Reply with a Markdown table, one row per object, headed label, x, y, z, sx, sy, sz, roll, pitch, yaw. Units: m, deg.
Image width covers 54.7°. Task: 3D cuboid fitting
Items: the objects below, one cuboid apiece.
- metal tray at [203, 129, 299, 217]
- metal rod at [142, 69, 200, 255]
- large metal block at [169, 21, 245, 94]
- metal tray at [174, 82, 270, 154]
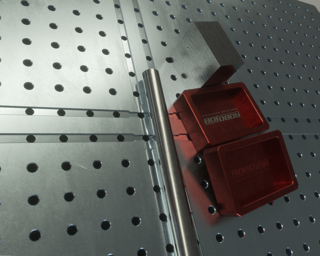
| label | x | y | z | sx | sy | sz | roll | pitch | yaw |
| --- | --- | --- | --- | --- | --- | --- | --- | --- | --- |
| metal tray | 0.128 | 0.058 | 0.426 | 0.131 | 0.030 | 0.090 | -12 | 83 | -33 |
| metal rod | 0.013 | 0.053 | 0.384 | 0.025 | 0.025 | 0.299 | 3 | 60 | -27 |
| large metal block | 0.068 | -0.104 | 0.475 | 0.050 | 0.080 | 0.080 | -14 | 69 | -34 |
| metal tray | 0.096 | -0.020 | 0.470 | 0.131 | 0.030 | 0.090 | -13 | 68 | -34 |
